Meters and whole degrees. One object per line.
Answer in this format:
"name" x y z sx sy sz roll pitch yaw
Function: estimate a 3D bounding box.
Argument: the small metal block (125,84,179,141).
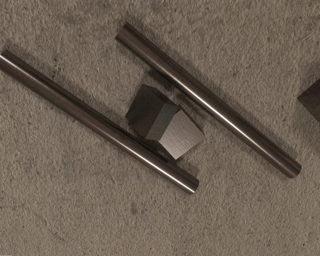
"small metal block" -0.011 -0.020 0.387 0.025 0.050 0.050 11 115 -46

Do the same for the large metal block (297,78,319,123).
"large metal block" 0.239 -0.032 0.388 0.080 0.050 0.080 42 104 -14

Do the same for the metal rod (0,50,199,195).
"metal rod" -0.072 0.000 0.408 0.301 0.025 0.025 35 106 -13

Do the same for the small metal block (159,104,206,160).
"small metal block" 0.024 0.005 0.412 0.050 0.025 0.050 -39 106 12

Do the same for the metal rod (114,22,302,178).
"metal rod" 0.071 -0.028 0.400 0.301 0.025 0.025 37 106 -13
